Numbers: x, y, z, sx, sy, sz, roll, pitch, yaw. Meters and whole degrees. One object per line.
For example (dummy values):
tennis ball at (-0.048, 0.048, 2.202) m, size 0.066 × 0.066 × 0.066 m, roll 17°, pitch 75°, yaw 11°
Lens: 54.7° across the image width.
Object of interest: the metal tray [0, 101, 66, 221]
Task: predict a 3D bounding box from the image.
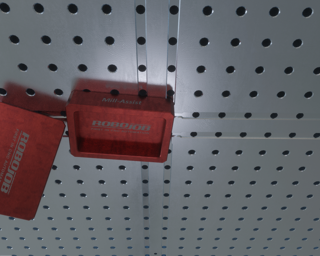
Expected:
metal tray at (-0.182, 0.040, 0.389) m, size 0.091 × 0.030 × 0.129 m, roll 19°, pitch 85°, yaw -15°

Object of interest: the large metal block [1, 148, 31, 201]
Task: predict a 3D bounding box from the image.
large metal block at (-0.239, 0.080, 0.441) m, size 0.080 × 0.080 × 0.050 m, roll -26°, pitch 126°, yaw 20°

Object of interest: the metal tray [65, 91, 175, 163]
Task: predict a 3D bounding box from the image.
metal tray at (-0.051, 0.001, 0.408) m, size 0.131 × 0.030 × 0.089 m, roll 4°, pitch 130°, yaw -4°
